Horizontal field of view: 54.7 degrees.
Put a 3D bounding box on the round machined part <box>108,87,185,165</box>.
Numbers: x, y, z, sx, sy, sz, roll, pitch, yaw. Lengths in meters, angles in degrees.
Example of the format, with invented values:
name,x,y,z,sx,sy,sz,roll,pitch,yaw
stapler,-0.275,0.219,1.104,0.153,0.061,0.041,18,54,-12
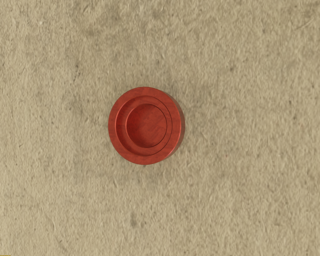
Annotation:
name,x,y,z,sx,sy,sz,roll,pitch,yaw
round machined part,-0.014,-0.003,0.404,0.098,0.042,0.097,0,90,19
